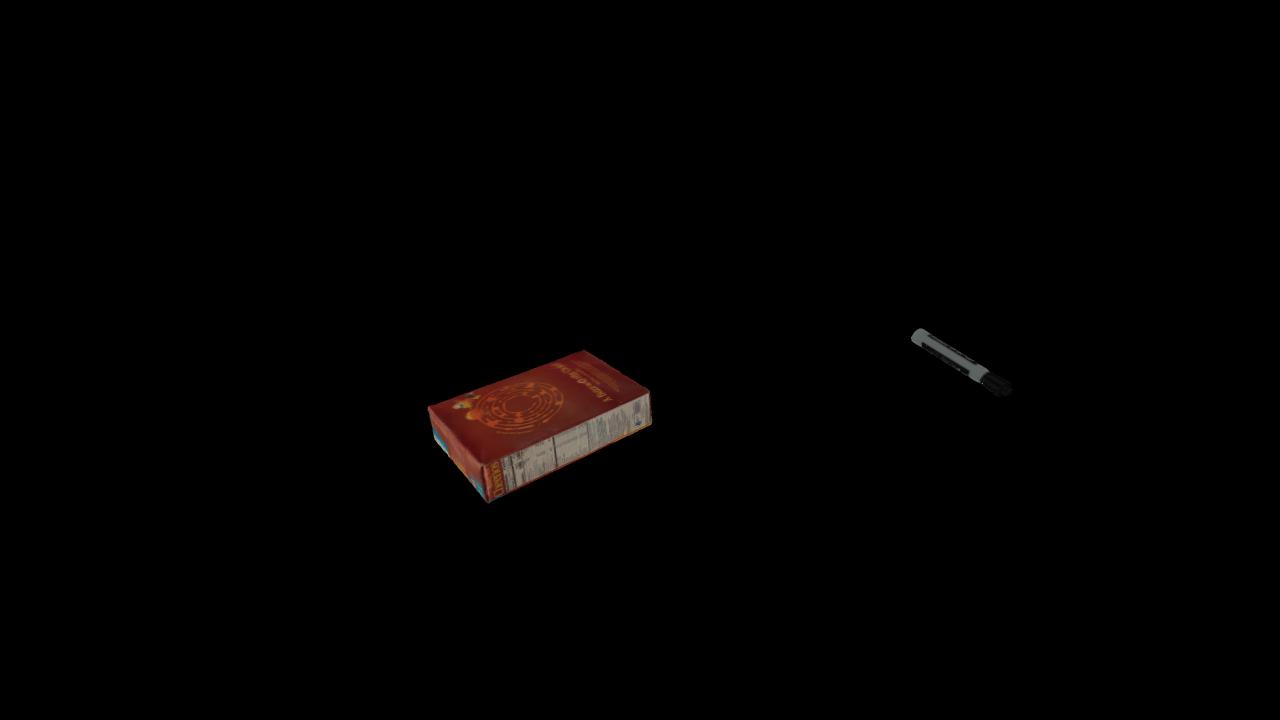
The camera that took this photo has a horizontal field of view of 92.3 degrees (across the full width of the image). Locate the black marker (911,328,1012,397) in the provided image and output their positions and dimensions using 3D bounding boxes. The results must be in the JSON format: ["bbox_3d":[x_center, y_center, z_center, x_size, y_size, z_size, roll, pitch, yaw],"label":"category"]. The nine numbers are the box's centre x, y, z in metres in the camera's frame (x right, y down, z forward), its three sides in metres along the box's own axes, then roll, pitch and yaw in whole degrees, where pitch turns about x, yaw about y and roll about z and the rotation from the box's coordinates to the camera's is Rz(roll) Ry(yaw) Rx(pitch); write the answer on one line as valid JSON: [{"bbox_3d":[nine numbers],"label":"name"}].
[{"bbox_3d":[0.346,0.002,0.666,0.020,0.020,0.121,0,31,-31],"label":"black marker"}]

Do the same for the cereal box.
[{"bbox_3d":[-0.160,0.093,1.002,0.306,0.081,0.203,-23,34,-32],"label":"cereal box"}]
